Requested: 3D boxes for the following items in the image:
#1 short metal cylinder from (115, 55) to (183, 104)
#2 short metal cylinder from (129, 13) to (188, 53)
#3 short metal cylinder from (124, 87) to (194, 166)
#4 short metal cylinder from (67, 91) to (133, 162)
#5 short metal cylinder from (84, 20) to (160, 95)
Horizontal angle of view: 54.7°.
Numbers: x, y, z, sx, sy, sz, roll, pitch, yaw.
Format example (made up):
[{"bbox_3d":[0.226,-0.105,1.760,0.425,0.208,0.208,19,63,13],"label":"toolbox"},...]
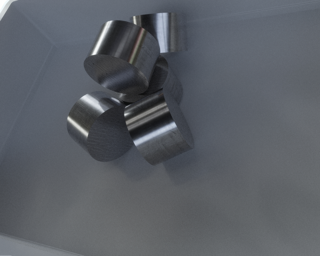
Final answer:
[{"bbox_3d":[-0.015,-0.056,0.429,0.080,0.050,0.080,-13,56,21],"label":"short metal cylinder"},{"bbox_3d":[-0.001,-0.133,0.443,0.080,0.080,0.050,4,106,30],"label":"short metal cylinder"},{"bbox_3d":[0.001,-0.002,0.369,0.050,0.080,0.080,-26,53,13],"label":"short metal cylinder"},{"bbox_3d":[-0.074,-0.002,0.408,0.050,0.080,0.080,33,80,38],"label":"short metal cylinder"},{"bbox_3d":[-0.045,-0.083,0.379,0.080,0.080,0.050,3,64,30],"label":"short metal cylinder"}]
